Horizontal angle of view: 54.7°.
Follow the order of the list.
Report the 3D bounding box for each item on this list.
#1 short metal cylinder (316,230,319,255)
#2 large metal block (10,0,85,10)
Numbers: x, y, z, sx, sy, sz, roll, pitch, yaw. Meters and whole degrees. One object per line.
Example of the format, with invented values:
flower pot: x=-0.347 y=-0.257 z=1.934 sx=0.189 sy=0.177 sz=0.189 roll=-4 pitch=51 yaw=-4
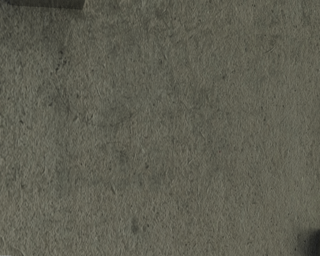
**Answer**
short metal cylinder: x=0.293 y=0.197 z=0.488 sx=0.081 sy=0.080 sz=0.050 roll=13 pitch=86 yaw=-20
large metal block: x=-0.122 y=-0.169 z=0.334 sx=0.081 sy=0.080 sz=0.050 roll=-5 pitch=92 yaw=-20
